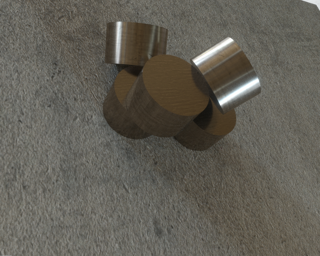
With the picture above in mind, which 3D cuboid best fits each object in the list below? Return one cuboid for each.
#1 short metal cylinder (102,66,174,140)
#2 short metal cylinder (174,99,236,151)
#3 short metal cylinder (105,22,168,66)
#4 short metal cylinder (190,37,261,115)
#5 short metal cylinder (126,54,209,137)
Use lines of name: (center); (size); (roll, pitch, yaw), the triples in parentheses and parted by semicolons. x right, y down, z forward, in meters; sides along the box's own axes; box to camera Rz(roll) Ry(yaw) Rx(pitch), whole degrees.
short metal cylinder: (-0.027, -0.032, 0.395); (0.081, 0.050, 0.080); (14, 56, -21)
short metal cylinder: (0.057, -0.014, 0.430); (0.081, 0.050, 0.080); (14, 56, -21)
short metal cylinder: (-0.032, -0.108, 0.412); (0.081, 0.080, 0.050); (0, 101, -29)
short metal cylinder: (0.079, -0.063, 0.380); (0.050, 0.080, 0.080); (-31, 75, 6)
short metal cylinder: (0.008, -0.036, 0.352); (0.081, 0.050, 0.080); (14, 56, -21)
